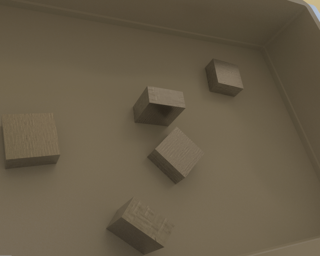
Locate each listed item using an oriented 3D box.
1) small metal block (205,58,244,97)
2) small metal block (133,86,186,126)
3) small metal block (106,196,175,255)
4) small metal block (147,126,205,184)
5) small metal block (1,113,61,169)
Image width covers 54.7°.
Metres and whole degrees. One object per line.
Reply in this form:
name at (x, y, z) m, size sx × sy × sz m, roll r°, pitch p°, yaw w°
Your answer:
small metal block at (0.107, -0.084, 0.516) m, size 0.050 × 0.025 × 0.050 m, roll 9°, pitch 58°, yaw -24°
small metal block at (-0.002, -0.027, 0.407) m, size 0.050 × 0.050 × 0.025 m, roll 6°, pitch 59°, yaw -25°
small metal block at (-0.021, 0.101, 0.318) m, size 0.050 × 0.050 × 0.025 m, roll 36°, pitch 51°, yaw -5°
small metal block at (0.021, 0.035, 0.397) m, size 0.050 × 0.025 × 0.050 m, roll 44°, pitch 51°, yaw 2°
small metal block at (-0.136, 0.013, 0.325) m, size 0.050 × 0.025 × 0.050 m, roll -4°, pitch 64°, yaw -30°
